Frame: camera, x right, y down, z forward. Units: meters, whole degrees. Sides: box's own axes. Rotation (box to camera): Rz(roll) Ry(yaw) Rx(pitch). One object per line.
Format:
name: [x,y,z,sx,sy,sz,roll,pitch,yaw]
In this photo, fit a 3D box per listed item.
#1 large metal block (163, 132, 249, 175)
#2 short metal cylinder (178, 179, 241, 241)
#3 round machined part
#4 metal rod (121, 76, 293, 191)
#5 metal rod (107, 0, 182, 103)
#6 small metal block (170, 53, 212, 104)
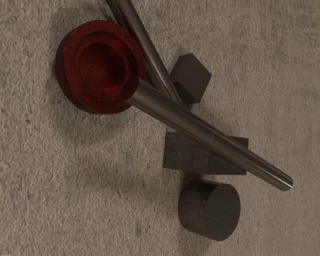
large metal block: [0.062,0.035,0.424,0.081,0.080,0.050,8,85,-40]
short metal cylinder: [0.073,0.118,0.452,0.081,0.050,0.079,0,90,-40]
round machined part: [-0.067,-0.063,0.339,0.099,0.042,0.097,0,90,-40]
metal rod: [0.079,0.023,0.368,0.301,0.025,0.025,29,72,-36]
metal rod: [-0.050,-0.153,0.363,0.025,0.025,0.299,-44,117,-31]
small metal block: [0.042,-0.070,0.442,0.050,0.025,0.050,39,66,-33]
